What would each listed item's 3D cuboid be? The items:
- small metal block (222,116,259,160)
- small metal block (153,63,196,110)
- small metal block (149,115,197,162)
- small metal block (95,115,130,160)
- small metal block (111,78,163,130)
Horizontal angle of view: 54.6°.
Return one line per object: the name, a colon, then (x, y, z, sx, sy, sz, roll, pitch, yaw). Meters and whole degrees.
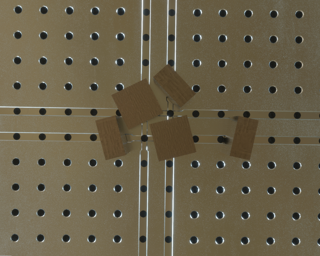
small metal block: (0.102, 0.012, 0.402, 0.025, 0.050, 0.050, 13, 90, 0)
small metal block: (0.018, -0.052, 0.401, 0.025, 0.050, 0.050, -42, 90, 0)
small metal block: (0.017, 0.013, 0.413, 0.050, 0.025, 0.050, -14, 90, 0)
small metal block: (-0.060, 0.012, 0.401, 0.025, 0.050, 0.050, -15, 90, 0)
small metal block: (-0.029, -0.031, 0.413, 0.050, 0.025, 0.050, -26, 90, 0)
